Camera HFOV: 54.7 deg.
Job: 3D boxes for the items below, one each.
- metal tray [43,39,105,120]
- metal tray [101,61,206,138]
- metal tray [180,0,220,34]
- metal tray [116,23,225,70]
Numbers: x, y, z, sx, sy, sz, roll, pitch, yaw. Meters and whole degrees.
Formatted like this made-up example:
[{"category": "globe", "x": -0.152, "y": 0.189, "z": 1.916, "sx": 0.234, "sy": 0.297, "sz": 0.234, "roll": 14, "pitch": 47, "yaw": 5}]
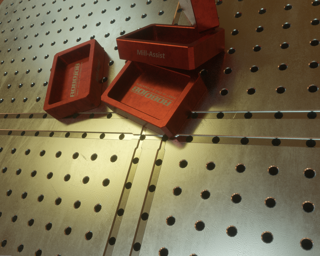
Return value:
[{"category": "metal tray", "x": -0.145, "y": -0.085, "z": 0.530, "sx": 0.090, "sy": 0.030, "sz": 0.130, "roll": -15, "pitch": 56, "yaw": 19}, {"category": "metal tray", "x": -0.012, "y": -0.050, "z": 0.440, "sx": 0.130, "sy": 0.030, "sz": 0.090, "roll": 25, "pitch": 75, "yaw": 36}, {"category": "metal tray", "x": 0.045, "y": -0.202, "z": 0.442, "sx": 0.030, "sy": 0.090, "sz": 0.130, "roll": -19, "pitch": 38, "yaw": 5}, {"category": "metal tray", "x": 0.014, "y": -0.120, "z": 0.442, "sx": 0.130, "sy": 0.030, "sz": 0.091, "roll": 17, "pitch": 38, "yaw": 34}]
